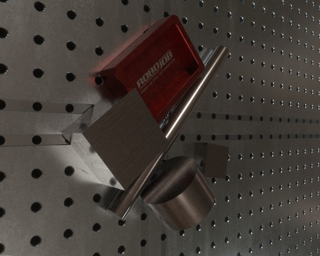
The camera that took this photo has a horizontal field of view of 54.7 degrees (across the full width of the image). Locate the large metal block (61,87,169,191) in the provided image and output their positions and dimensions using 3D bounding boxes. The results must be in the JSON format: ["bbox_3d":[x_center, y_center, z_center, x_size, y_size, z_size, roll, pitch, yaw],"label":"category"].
[{"bbox_3d":[-0.048,0.011,0.354,0.080,0.050,0.080,-46,118,-30],"label":"large metal block"}]

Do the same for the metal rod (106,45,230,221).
[{"bbox_3d":[0.023,-0.010,0.430,0.025,0.025,0.301,49,61,-29],"label":"metal rod"}]

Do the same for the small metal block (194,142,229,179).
[{"bbox_3d":[0.078,0.050,0.478,0.050,0.025,0.050,13,82,-40],"label":"small metal block"}]

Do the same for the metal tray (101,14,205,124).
[{"bbox_3d":[-0.003,-0.075,0.405,0.130,0.030,0.090,-50,120,-29],"label":"metal tray"}]

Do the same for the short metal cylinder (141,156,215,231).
[{"bbox_3d":[0.022,0.082,0.394,0.080,0.080,0.050,-48,119,-29],"label":"short metal cylinder"}]
